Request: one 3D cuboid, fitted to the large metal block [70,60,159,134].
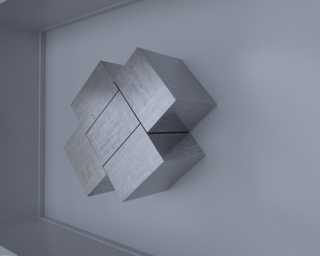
[{"bbox_3d":[-0.058,-0.037,0.415,0.080,0.081,0.050,-47,62,29],"label":"large metal block"}]

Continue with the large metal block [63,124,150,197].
[{"bbox_3d":[-0.072,0.041,0.427,0.050,0.081,0.080,-48,62,29],"label":"large metal block"}]

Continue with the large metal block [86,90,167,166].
[{"bbox_3d":[-0.032,0.001,0.395,0.080,0.081,0.050,-47,62,29],"label":"large metal block"}]

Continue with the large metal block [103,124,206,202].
[{"bbox_3d":[-0.006,0.040,0.374,0.080,0.081,0.050,-47,62,29],"label":"large metal block"}]

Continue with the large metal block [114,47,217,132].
[{"bbox_3d":[0.007,-0.042,0.363,0.050,0.081,0.080,-48,62,29],"label":"large metal block"}]
